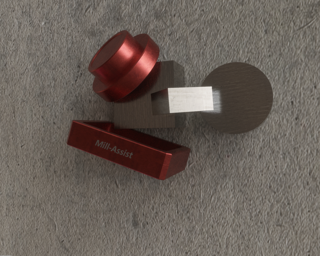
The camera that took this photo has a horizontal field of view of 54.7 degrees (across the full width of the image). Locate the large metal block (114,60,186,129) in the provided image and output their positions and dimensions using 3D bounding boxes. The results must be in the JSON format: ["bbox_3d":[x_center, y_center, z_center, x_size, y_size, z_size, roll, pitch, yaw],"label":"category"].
[{"bbox_3d":[-0.012,-0.040,0.402,0.080,0.050,0.080,-2,90,20],"label":"large metal block"}]

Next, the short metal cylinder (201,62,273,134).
[{"bbox_3d":[0.091,-0.033,0.366,0.080,0.050,0.080,0,90,20],"label":"short metal cylinder"}]

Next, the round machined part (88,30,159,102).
[{"bbox_3d":[-0.051,-0.083,0.389,0.098,0.098,0.042,-38,122,16],"label":"round machined part"}]

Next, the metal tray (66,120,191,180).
[{"bbox_3d":[-0.036,0.023,0.388,0.130,0.090,0.030,18,96,19],"label":"metal tray"}]

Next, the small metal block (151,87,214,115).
[{"bbox_3d":[0.023,-0.029,0.340,0.050,0.050,0.025,-5,91,-22],"label":"small metal block"}]
